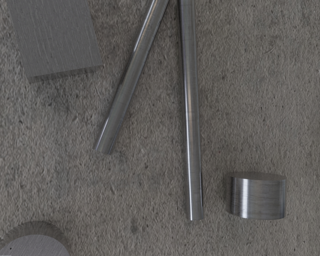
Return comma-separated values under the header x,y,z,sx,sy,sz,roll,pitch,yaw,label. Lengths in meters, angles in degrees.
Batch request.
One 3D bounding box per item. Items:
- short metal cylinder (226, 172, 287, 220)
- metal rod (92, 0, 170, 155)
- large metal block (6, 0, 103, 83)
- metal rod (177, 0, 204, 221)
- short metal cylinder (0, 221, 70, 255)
x,y,z,sx,sy,sz,roll,pitch,yaw,label
0.132,0.091,0.429,0.081,0.080,0.050,2,90,-20,short metal cylinder
-0.021,-0.110,0.401,0.025,0.025,0.299,22,82,-19,metal rod
-0.118,-0.100,0.352,0.081,0.050,0.080,-15,95,-20,large metal block
0.042,-0.025,0.424,0.025,0.025,0.298,-3,91,-20,metal rod
-0.142,0.150,0.344,0.081,0.050,0.080,0,90,-20,short metal cylinder
